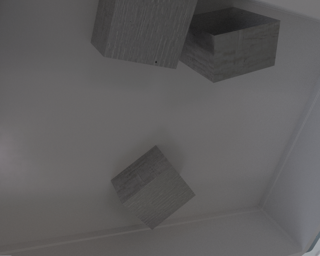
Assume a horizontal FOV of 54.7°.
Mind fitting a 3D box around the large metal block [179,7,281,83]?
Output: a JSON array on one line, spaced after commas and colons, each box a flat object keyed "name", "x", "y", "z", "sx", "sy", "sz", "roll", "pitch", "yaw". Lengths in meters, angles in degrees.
[{"name": "large metal block", "x": 0.074, "y": -0.098, "z": 0.352, "sx": 0.081, "sy": 0.080, "sz": 0.050, "roll": -18, "pitch": 126, "yaw": -18}]

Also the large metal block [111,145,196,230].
[{"name": "large metal block", "x": -0.008, "y": 0.085, "z": 0.440, "sx": 0.080, "sy": 0.050, "sz": 0.080, "roll": -38, "pitch": 129, "yaw": -3}]

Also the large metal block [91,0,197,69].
[{"name": "large metal block", "x": -0.017, "y": -0.111, "z": 0.314, "sx": 0.081, "sy": 0.050, "sz": 0.079, "roll": 3, "pitch": 117, "yaw": -30}]
